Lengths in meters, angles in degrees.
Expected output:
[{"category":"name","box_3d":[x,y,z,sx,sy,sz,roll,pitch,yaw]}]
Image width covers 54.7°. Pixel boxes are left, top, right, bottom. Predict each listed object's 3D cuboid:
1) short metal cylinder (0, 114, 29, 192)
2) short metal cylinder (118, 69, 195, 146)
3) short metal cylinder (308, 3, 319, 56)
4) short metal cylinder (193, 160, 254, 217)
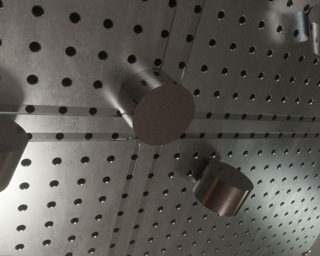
[{"category":"short metal cylinder","box_3d":[-0.175,0.020,0.293,0.081,0.080,0.050,19,108,-36]},{"category":"short metal cylinder","box_3d":[-0.005,-0.025,0.378,0.081,0.050,0.079,-14,124,-21]},{"category":"short metal cylinder","box_3d":[0.251,-0.141,0.428,0.080,0.080,0.050,-33,129,-7]},{"category":"short metal cylinder","box_3d":[0.099,0.094,0.490,0.081,0.080,0.050,12,112,-34]}]
